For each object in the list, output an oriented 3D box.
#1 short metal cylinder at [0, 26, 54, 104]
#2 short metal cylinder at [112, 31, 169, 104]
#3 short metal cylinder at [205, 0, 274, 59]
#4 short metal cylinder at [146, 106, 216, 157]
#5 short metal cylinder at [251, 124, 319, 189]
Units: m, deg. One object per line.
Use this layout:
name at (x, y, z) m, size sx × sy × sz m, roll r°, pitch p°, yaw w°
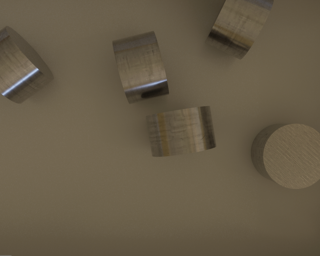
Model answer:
short metal cylinder at (-0.179, -0.077, 0.382) m, size 0.050 × 0.080 × 0.080 m, roll -38°, pitch 90°, yaw 0°
short metal cylinder at (-0.023, -0.074, 0.384) m, size 0.050 × 0.080 × 0.080 m, roll -14°, pitch 90°, yaw 0°
short metal cylinder at (0.096, -0.133, 0.385) m, size 0.050 × 0.080 × 0.080 m, roll 26°, pitch 90°, yaw 0°
short metal cylinder at (0.026, 0.004, 0.384) m, size 0.081 × 0.080 × 0.050 m, roll -9°, pitch 90°, yaw 0°
short metal cylinder at (0.165, 0.034, 0.401) m, size 0.081 × 0.050 × 0.079 m, roll 0°, pitch 90°, yaw -1°
